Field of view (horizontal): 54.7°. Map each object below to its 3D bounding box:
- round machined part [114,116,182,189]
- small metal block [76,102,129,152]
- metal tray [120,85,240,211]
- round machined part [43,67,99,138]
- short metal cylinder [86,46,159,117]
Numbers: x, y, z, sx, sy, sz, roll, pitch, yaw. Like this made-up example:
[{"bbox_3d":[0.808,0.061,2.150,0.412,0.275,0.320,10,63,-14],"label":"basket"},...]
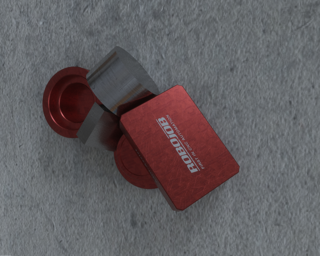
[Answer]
[{"bbox_3d":[-0.018,0.032,0.406,0.098,0.042,0.097,0,90,19],"label":"round machined part"},{"bbox_3d":[-0.071,0.000,0.402,0.025,0.050,0.050,41,104,40],"label":"small metal block"},{"bbox_3d":[0.022,0.022,0.376,0.091,0.030,0.130,-31,79,-15],"label":"metal tray"},{"bbox_3d":[-0.113,-0.035,0.439,0.098,0.042,0.097,0,90,19],"label":"round machined part"},{"bbox_3d":[-0.046,-0.057,0.397,0.050,0.080,0.080,-39,78,16],"label":"short metal cylinder"}]
